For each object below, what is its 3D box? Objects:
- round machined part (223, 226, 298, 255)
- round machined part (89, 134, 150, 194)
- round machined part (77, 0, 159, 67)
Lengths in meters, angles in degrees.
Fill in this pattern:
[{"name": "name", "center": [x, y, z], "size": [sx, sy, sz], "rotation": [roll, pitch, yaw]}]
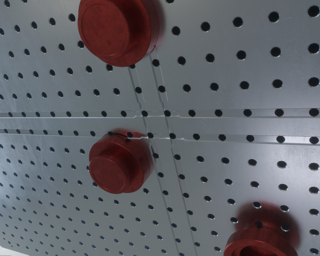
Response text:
[{"name": "round machined part", "center": [0.143, 0.177, 0.435], "size": [0.098, 0.042, 0.097], "rotation": [13, 124, 21]}, {"name": "round machined part", "center": [-0.069, 0.062, 0.476], "size": [0.098, 0.042, 0.097], "rotation": [13, 124, 21]}, {"name": "round machined part", "center": [-0.055, -0.117, 0.357], "size": [0.098, 0.042, 0.097], "rotation": [13, 124, 21]}]
